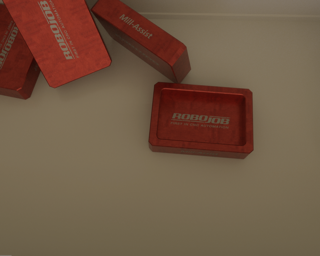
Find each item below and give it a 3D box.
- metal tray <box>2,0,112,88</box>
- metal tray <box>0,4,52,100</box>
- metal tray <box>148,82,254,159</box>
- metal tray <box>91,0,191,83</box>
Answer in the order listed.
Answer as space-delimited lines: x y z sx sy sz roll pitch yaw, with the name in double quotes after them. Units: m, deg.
-0.130 -0.129 0.405 0.090 0.030 0.129 -23 114 -1 "metal tray"
-0.214 -0.112 0.445 0.090 0.030 0.130 11 70 3 "metal tray"
0.054 -0.010 0.411 0.131 0.030 0.090 5 70 1 "metal tray"
-0.021 -0.116 0.414 0.130 0.090 0.030 37 90 12 "metal tray"
